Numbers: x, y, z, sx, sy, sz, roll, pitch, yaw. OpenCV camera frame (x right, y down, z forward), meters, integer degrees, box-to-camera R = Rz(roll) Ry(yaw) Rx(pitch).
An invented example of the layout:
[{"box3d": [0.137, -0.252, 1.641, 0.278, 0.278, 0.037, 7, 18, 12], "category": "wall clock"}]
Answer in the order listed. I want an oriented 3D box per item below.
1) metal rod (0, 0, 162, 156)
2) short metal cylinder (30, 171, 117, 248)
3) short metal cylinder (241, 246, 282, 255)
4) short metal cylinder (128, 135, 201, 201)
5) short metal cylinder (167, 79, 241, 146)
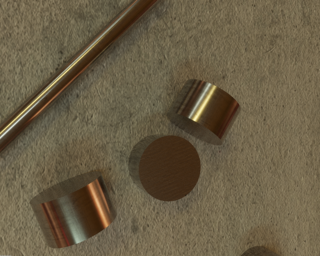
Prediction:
[{"box3d": [-0.096, -0.078, 0.373, 0.025, 0.025, 0.301, 46, 76, -15], "category": "metal rod"}, {"box3d": [-0.095, 0.088, 0.345, 0.081, 0.080, 0.050, -22, 98, -19], "category": "short metal cylinder"}, {"box3d": [0.157, 0.222, 0.454, 0.081, 0.050, 0.079, 0, 90, -20], "category": "short metal cylinder"}, {"box3d": [0.005, 0.049, 0.397, 0.081, 0.050, 0.079, 0, 90, -20], "category": "short metal cylinder"}, {"box3d": [0.056, -0.019, 0.400, 0.080, 0.080, 0.050, 34, 79, -17], "category": "short metal cylinder"}]
